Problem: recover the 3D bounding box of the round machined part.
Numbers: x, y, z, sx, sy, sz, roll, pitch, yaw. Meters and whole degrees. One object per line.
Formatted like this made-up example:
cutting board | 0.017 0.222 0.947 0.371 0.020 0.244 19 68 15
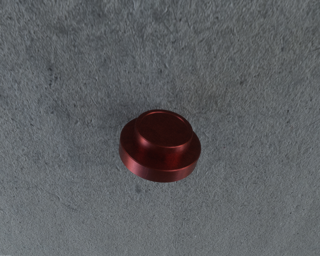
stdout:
round machined part | 0.002 0.014 0.371 0.099 0.098 0.042 8 130 -7
